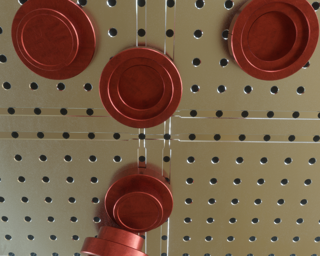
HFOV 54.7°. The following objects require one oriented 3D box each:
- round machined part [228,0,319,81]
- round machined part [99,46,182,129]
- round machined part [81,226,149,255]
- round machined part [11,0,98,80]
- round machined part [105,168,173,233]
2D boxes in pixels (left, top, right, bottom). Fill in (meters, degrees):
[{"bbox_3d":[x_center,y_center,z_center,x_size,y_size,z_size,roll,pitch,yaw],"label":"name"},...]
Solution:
[{"bbox_3d":[0.129,-0.108,0.366,0.099,0.042,0.097,0,110,-1],"label":"round machined part"},{"bbox_3d":[-0.023,-0.052,0.385,0.099,0.042,0.097,0,110,-1],"label":"round machined part"},{"bbox_3d":[-0.061,0.174,0.450,0.098,0.042,0.098,13,150,8],"label":"round machined part"},{"bbox_3d":[-0.125,-0.105,0.364,0.099,0.042,0.097,0,110,-1],"label":"round machined part"},{"bbox_3d":[-0.030,0.110,0.445,0.099,0.042,0.097,0,110,-1],"label":"round machined part"}]
